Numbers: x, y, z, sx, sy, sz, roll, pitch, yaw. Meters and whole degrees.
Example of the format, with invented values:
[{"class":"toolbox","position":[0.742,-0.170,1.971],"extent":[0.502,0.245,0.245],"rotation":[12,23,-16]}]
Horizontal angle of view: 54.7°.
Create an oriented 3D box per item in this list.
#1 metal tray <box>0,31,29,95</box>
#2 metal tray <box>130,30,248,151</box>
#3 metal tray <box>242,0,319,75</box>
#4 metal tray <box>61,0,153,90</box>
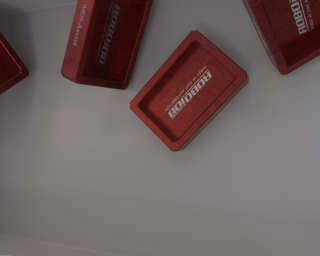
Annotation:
[{"class":"metal tray","position":[-0.263,-0.107,0.436],"extent":[0.030,0.090,0.130],"rotation":[1,130,43]},{"class":"metal tray","position":[0.035,-0.045,0.395],"extent":[0.090,0.030,0.130],"rotation":[46,104,14]},{"class":"metal tray","position":[0.140,-0.118,0.305],"extent":[0.090,0.130,0.030],"rotation":[-32,52,17]},{"class":"metal tray","position":[-0.064,-0.117,0.388],"extent":[0.030,0.091,0.129],"rotation":[27,106,34]}]
